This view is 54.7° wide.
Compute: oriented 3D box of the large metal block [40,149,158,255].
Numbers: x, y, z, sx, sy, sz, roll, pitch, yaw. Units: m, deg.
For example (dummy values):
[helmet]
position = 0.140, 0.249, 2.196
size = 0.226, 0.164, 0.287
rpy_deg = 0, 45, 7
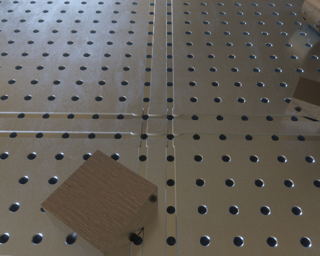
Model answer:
[large metal block]
position = -0.058, 0.082, 0.322
size = 0.080, 0.050, 0.080
rpy_deg = 28, 55, 21

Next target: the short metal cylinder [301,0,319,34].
[short metal cylinder]
position = 0.303, -0.213, 0.553
size = 0.081, 0.080, 0.050
rpy_deg = -17, 52, -14

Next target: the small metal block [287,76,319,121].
[small metal block]
position = 0.217, -0.042, 0.445
size = 0.050, 0.025, 0.050
rpy_deg = 23, 54, 18
